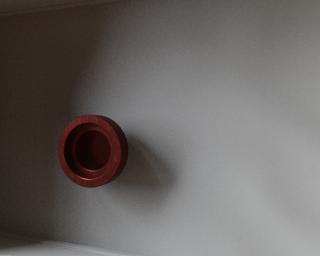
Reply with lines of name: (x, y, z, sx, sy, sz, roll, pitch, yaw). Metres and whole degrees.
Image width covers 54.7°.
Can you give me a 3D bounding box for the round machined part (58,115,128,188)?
round machined part: (-0.088, 0.031, 0.431, 0.098, 0.042, 0.097, 0, 90, 19)
